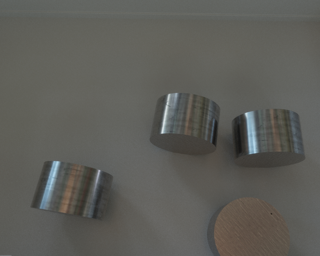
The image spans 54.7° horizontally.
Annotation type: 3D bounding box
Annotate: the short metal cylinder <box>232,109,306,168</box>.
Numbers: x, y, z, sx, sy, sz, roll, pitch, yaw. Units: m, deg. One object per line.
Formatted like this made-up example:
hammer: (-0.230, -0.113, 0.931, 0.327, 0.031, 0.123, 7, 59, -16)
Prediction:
short metal cylinder: (0.130, 0.015, 0.377, 0.081, 0.080, 0.050, 1, 70, 0)

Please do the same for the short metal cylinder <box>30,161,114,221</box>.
short metal cylinder: (-0.098, 0.073, 0.353, 0.080, 0.080, 0.050, 9, 70, 3)

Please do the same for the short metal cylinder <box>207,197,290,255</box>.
short metal cylinder: (0.098, 0.123, 0.353, 0.081, 0.050, 0.080, 0, 70, 0)

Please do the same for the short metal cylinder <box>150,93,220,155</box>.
short metal cylinder: (0.031, -0.003, 0.382, 0.080, 0.080, 0.050, 9, 70, 3)
